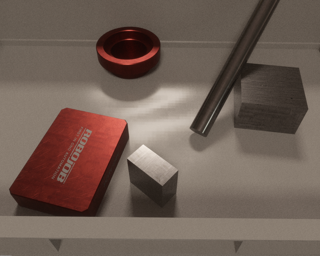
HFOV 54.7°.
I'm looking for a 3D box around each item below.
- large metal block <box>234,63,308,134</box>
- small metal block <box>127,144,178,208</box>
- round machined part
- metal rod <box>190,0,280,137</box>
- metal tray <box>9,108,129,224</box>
[{"bbox_3d":[0.147,-0.042,0.426,0.080,0.050,0.080,6,50,5],"label":"large metal block"},{"bbox_3d":[-0.008,0.054,0.344,0.050,0.050,0.025,34,58,25],"label":"small metal block"},{"bbox_3d":[-0.048,-0.115,0.490,0.099,0.042,0.098,0,50,0],"label":"round machined part"},{"bbox_3d":[0.123,-0.124,0.424,0.025,0.025,0.299,27,82,20],"label":"metal rod"},{"bbox_3d":[-0.100,0.038,0.368,0.090,0.030,0.130,12,51,9],"label":"metal tray"}]
